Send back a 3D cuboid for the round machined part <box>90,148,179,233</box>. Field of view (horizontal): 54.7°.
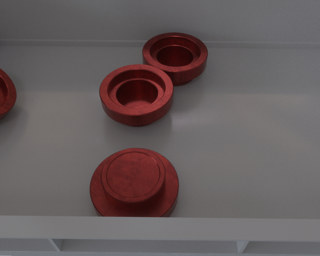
[{"bbox_3d":[-0.028,0.061,0.343,0.099,0.042,0.098,0,50,0],"label":"round machined part"}]

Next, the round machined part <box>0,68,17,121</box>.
[{"bbox_3d":[-0.248,-0.045,0.408,0.098,0.042,0.098,30,40,-29],"label":"round machined part"}]

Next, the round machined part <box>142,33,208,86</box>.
[{"bbox_3d":[0.023,-0.103,0.480,0.099,0.042,0.098,0,50,0],"label":"round machined part"}]

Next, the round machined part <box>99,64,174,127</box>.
[{"bbox_3d":[-0.031,-0.040,0.427,0.099,0.042,0.098,0,51,0],"label":"round machined part"}]
